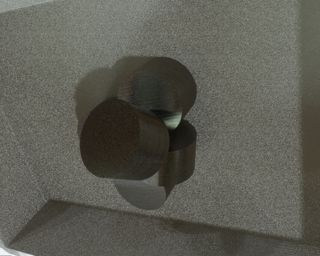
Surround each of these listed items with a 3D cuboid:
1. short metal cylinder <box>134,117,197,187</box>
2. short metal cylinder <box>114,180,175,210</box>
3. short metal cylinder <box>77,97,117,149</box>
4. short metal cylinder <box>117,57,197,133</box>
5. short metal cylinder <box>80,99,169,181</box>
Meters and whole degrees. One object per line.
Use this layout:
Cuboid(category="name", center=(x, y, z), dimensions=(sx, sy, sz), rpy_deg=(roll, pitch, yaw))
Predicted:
Cuboid(category="short metal cylinder", center=(0.004, 0.027, 0.385), dimensions=(0.080, 0.080, 0.050), rpy_deg=(13, 124, 21))
Cuboid(category="short metal cylinder", center=(-0.018, 0.069, 0.441), dimensions=(0.080, 0.050, 0.079), rpy_deg=(13, 124, 20))
Cuboid(category="short metal cylinder", center=(-0.064, 0.004, 0.424), dimensions=(0.080, 0.050, 0.079), rpy_deg=(13, 124, 20))
Cuboid(category="short metal cylinder", center=(-0.003, -0.038, 0.367), dimensions=(0.080, 0.050, 0.079), rpy_deg=(13, 124, 20))
Cuboid(category="short metal cylinder", center=(-0.037, 0.014, 0.327), dimensions=(0.080, 0.050, 0.080), rpy_deg=(-9, 74, 33))
